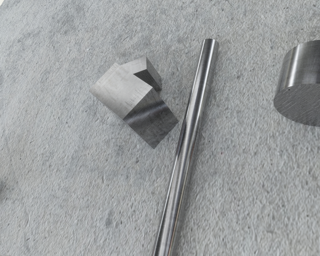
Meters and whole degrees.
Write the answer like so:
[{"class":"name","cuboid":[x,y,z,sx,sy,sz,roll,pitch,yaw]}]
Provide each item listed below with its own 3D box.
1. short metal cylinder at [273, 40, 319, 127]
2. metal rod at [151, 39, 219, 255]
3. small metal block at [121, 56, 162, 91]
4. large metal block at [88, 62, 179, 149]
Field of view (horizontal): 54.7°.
[{"class":"short metal cylinder","cuboid":[0.161,-0.042,0.310,0.080,0.080,0.050,7,66,31]},{"class":"metal rod","cuboid":[0.036,0.014,0.376,0.025,0.025,0.300,1,62,28]},{"class":"small metal block","cuboid":[-0.031,-0.071,0.448,0.050,0.050,0.025,-17,55,19]},{"class":"large metal block","cuboid":[-0.033,-0.028,0.403,0.050,0.080,0.080,-48,51,-5]}]
